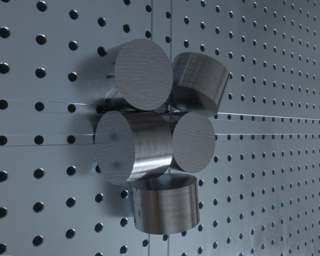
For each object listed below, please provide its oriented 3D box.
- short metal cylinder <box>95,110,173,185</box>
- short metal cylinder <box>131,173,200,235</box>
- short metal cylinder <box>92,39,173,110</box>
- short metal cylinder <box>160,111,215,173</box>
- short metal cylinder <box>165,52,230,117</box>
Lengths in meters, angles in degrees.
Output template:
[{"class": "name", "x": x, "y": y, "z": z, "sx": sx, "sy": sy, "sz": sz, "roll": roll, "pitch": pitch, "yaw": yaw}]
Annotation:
[{"class": "short metal cylinder", "x": -0.031, "y": 0.020, "z": 0.348, "sx": 0.050, "sy": 0.080, "sz": 0.079, "roll": -3, "pitch": 92, "yaw": -41}, {"class": "short metal cylinder", "x": 0.007, "y": 0.089, "z": 0.378, "sx": 0.081, "sy": 0.080, "sz": 0.050, "roll": -8, "pitch": 96, "yaw": -40}, {"class": "short metal cylinder", "x": -0.031, "y": -0.060, "z": 0.366, "sx": 0.081, "sy": 0.050, "sz": 0.079, "roll": 0, "pitch": 91, "yaw": -39}, {"class": "short metal cylinder", "x": 0.029, "y": 0.018, "z": 0.417, "sx": 0.081, "sy": 0.050, "sz": 0.079, "roll": -1, "pitch": 91, "yaw": -40}, {"class": "short metal cylinder", "x": 0.046, "y": -0.055, "z": 0.412, "sx": 0.080, "sy": 0.080, "sz": 0.050, "roll": 35, "pitch": 68, "yaw": -35}]
